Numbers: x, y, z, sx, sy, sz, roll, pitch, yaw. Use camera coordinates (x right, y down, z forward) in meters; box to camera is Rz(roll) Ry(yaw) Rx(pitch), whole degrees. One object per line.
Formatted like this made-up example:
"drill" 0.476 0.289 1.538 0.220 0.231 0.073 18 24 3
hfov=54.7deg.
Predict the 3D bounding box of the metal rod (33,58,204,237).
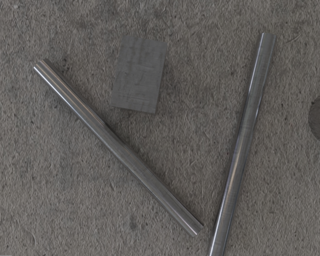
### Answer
"metal rod" -0.054 0.026 0.409 0.025 0.025 0.300 -43 90 0

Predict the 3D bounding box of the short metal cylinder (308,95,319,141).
"short metal cylinder" 0.244 -0.013 0.399 0.081 0.050 0.079 0 90 0

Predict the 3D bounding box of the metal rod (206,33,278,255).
"metal rod" 0.108 0.024 0.410 0.025 0.025 0.298 13 90 0

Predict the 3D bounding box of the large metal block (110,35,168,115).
"large metal block" -0.023 -0.060 0.382 0.050 0.080 0.080 10 90 0
